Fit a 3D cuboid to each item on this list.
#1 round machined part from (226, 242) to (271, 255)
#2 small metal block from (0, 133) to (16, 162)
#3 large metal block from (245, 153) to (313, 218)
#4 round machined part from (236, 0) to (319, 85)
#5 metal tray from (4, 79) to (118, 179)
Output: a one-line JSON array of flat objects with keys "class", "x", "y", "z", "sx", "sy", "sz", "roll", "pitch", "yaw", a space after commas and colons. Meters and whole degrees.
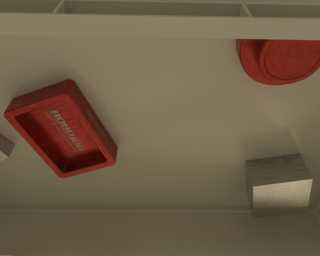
[{"class": "round machined part", "x": 0.177, "y": 0.269, "z": 0.633, "sx": 0.099, "sy": 0.042, "sz": 0.097, "roll": -1, "pitch": 130, "yaw": 0}, {"class": "small metal block", "x": -0.241, "y": 0.026, "z": 0.428, "sx": 0.050, "sy": 0.025, "sz": 0.050, "roll": -26, "pitch": 126, "yaw": 20}, {"class": "large metal block", "x": 0.177, "y": 0.089, "z": 0.472, "sx": 0.080, "sy": 0.050, "sz": 0.080, "roll": -9, "pitch": 130, "yaw": 7}, {"class": "round machined part", "x": 0.134, "y": -0.086, "z": 0.327, "sx": 0.099, "sy": 0.042, "sz": 0.097, "roll": -1, "pitch": 130, "yaw": 0}, {"class": "metal tray", "x": -0.124, "y": 0.007, "z": 0.409, "sx": 0.090, "sy": 0.030, "sz": 0.130, "roll": -16, "pitch": 129, "yaw": 13}]
